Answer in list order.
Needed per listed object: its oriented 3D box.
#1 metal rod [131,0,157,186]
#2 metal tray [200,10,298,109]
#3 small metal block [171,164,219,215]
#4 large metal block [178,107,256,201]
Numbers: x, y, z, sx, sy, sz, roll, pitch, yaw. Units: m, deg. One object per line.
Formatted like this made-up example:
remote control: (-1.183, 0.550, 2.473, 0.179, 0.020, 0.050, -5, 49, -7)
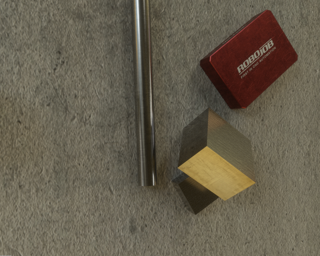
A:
metal rod: (-0.022, -0.076, 0.401, 0.025, 0.025, 0.298, -3, 91, -20)
metal tray: (0.134, -0.100, 0.457, 0.130, 0.030, 0.090, -41, 103, -16)
small metal block: (0.052, 0.083, 0.430, 0.050, 0.025, 0.050, -32, 101, -17)
large metal block: (0.074, 0.033, 0.402, 0.080, 0.050, 0.080, 36, 35, -17)
